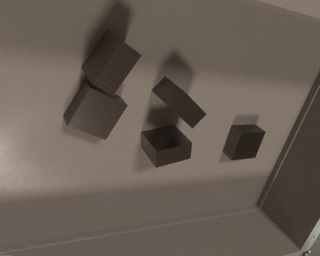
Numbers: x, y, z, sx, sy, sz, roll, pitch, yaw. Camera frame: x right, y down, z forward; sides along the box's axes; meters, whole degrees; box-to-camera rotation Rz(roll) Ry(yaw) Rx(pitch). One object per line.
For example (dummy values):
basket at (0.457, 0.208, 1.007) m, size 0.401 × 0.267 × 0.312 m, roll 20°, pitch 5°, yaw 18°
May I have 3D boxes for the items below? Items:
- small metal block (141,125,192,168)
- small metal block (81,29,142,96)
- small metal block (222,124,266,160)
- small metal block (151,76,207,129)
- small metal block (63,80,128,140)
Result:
small metal block at (0.007, 0.023, 0.412) m, size 0.050 × 0.050 × 0.025 m, roll -12°, pitch 124°, yaw -22°
small metal block at (-0.052, -0.069, 0.322) m, size 0.025 × 0.050 × 0.050 m, roll 29°, pitch 102°, yaw -38°
small metal block at (0.135, 0.023, 0.499) m, size 0.050 × 0.025 × 0.050 m, roll -2°, pitch 120°, yaw -28°
small metal block at (0.023, -0.032, 0.387) m, size 0.025 × 0.050 × 0.050 m, roll -47°, pitch 130°, yaw 4°
small metal block at (-0.074, -0.020, 0.357) m, size 0.050 × 0.025 × 0.050 m, roll 24°, pitch 105°, yaw -37°
